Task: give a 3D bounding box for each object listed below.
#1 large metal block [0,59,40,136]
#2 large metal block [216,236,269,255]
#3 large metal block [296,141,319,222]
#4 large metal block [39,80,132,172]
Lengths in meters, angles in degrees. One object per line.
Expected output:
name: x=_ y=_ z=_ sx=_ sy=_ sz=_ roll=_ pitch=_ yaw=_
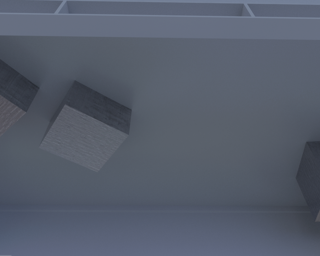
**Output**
large metal block: x=-0.205 y=-0.036 z=0.360 sx=0.080 sy=0.050 sz=0.080 roll=-34 pitch=123 yaw=25
large metal block: x=0.173 y=0.273 z=0.629 sx=0.080 sy=0.050 sz=0.080 roll=-29 pitch=125 yaw=22
large metal block: x=0.239 y=0.074 z=0.438 sx=0.050 sy=0.080 sz=0.080 roll=-4 pitch=130 yaw=3
large metal block: x=-0.093 y=0.000 z=0.392 sx=0.080 sy=0.050 sz=0.080 roll=28 pitch=125 yaw=-22
